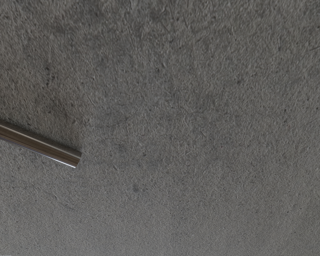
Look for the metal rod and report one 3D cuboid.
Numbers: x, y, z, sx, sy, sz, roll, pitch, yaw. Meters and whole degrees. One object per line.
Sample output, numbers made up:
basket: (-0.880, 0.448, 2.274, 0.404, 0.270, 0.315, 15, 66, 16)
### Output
metal rod: (-0.244, -0.016, 0.390, 0.302, 0.025, 0.025, 26, 125, -21)
